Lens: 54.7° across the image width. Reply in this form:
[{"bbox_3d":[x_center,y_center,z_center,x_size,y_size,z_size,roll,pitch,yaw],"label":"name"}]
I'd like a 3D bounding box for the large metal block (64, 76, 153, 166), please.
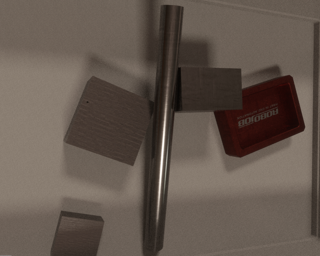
[{"bbox_3d":[-0.062,-0.007,0.375,0.080,0.050,0.080,22,83,-19],"label":"large metal block"}]

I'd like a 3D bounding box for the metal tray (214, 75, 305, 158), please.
[{"bbox_3d":[0.149,-0.019,0.464,0.131,0.030,0.089,-19,97,-19],"label":"metal tray"}]

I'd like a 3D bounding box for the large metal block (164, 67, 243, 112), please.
[{"bbox_3d":[0.048,-0.046,0.400,0.081,0.080,0.050,-3,91,-21],"label":"large metal block"}]

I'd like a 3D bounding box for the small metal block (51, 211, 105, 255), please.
[{"bbox_3d":[-0.100,0.131,0.374,0.050,0.025,0.050,15,85,-20],"label":"small metal block"}]

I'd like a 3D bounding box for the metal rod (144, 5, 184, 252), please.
[{"bbox_3d":[0.002,0.012,0.372,0.025,0.025,0.298,-1,106,-20],"label":"metal rod"}]
